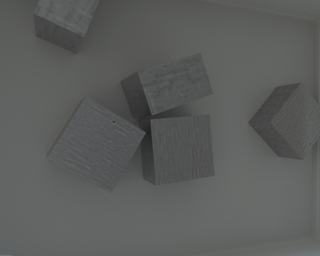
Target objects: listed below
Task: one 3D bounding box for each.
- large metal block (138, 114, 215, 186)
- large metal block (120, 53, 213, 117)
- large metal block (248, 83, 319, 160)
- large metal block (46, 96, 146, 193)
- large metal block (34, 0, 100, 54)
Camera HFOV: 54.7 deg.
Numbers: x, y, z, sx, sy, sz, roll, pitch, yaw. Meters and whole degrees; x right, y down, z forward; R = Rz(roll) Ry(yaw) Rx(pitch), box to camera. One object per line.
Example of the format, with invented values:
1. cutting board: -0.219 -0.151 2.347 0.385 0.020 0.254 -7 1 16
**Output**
1. large metal block: 0.021 0.026 0.406 0.081 0.050 0.079 -5 92 -20
2. large metal block: 0.005 -0.051 0.384 0.081 0.080 0.050 -20 97 -19
3. large metal block: 0.197 -0.010 0.472 0.080 0.050 0.080 45 76 -15
4. large metal block: -0.077 0.019 0.370 0.080 0.050 0.080 32 79 -18
5. large metal block: -0.099 -0.138 0.345 0.050 0.080 0.080 23 83 -19
